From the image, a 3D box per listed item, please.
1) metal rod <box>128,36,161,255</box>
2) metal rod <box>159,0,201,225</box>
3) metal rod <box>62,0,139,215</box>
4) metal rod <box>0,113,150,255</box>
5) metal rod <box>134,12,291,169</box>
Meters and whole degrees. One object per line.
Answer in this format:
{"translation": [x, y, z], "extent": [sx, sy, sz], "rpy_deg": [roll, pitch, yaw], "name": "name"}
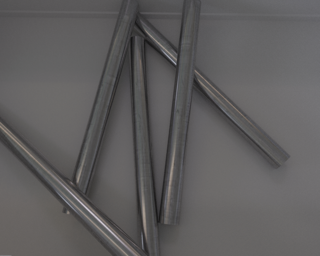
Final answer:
{"translation": [-0.023, 0.012, 0.404], "extent": [0.025, 0.025, 0.299], "rpy_deg": [-4, 70, -2], "name": "metal rod"}
{"translation": [0.028, -0.031, 0.401], "extent": [0.025, 0.025, 0.299], "rpy_deg": [6, 77, 2], "name": "metal rod"}
{"translation": [-0.073, -0.038, 0.409], "extent": [0.025, 0.025, 0.299], "rpy_deg": [11, 75, 4], "name": "metal rod"}
{"translation": [-0.131, 0.055, 0.365], "extent": [0.300, 0.025, 0.025], "rpy_deg": [37, 74, 21], "name": "metal rod"}
{"translation": [0.058, -0.062, 0.432], "extent": [0.025, 0.025, 0.300], "rpy_deg": [-40, 75, -13], "name": "metal rod"}
